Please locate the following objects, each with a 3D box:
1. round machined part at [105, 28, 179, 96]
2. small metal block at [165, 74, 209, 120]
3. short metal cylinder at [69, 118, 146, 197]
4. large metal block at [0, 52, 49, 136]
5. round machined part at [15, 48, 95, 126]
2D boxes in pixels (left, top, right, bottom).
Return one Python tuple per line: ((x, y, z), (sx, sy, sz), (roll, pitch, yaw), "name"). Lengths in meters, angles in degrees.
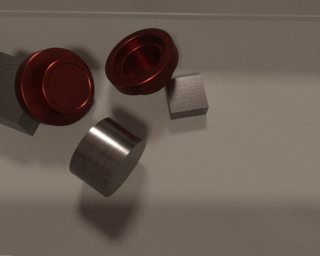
((-0.020, -0.084, 0.418), (0.098, 0.042, 0.098), (-12, 56, 19), "round machined part")
((0.035, -0.042, 0.426), (0.050, 0.025, 0.050), (-9, 70, -4), "small metal block")
((-0.060, 0.034, 0.367), (0.050, 0.080, 0.080), (33, 73, 11), "short metal cylinder")
((-0.194, -0.046, 0.411), (0.080, 0.050, 0.080), (21, 71, 7), "large metal block")
((-0.123, -0.051, 0.387), (0.042, 0.098, 0.098), (4, 64, 44), "round machined part")
